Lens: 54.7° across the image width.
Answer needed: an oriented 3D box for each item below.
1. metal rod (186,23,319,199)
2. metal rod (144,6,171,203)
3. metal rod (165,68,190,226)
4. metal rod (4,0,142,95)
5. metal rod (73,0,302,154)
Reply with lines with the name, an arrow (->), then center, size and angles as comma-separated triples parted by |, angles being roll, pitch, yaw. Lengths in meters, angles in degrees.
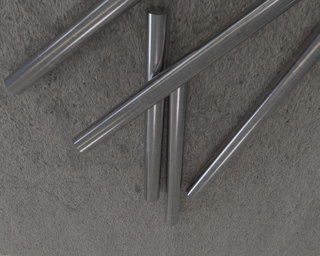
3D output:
metal rod -> 0.115, 0.000, 0.407 | 0.025, 0.025, 0.298 | 19, 128, -16
metal rod -> -0.007, -0.003, 0.403 | 0.025, 0.025, 0.298 | 2, 130, -2
metal rod -> 0.022, 0.048, 0.447 | 0.025, 0.025, 0.298 | 0, 130, 0
metal rod -> -0.050, -0.118, 0.306 | 0.300, 0.025, 0.025 | -29, 124, 22
metal rod -> 0.026, -0.062, 0.326 | 0.300, 0.025, 0.025 | -34, 123, 15
